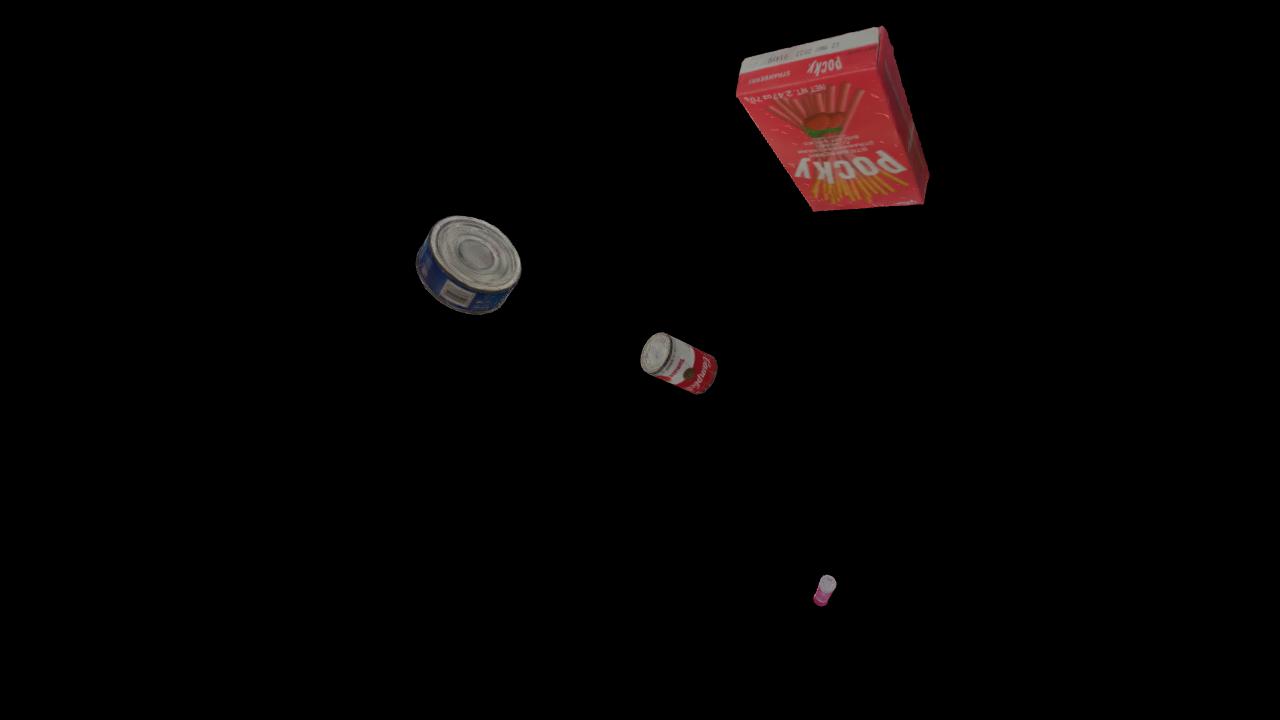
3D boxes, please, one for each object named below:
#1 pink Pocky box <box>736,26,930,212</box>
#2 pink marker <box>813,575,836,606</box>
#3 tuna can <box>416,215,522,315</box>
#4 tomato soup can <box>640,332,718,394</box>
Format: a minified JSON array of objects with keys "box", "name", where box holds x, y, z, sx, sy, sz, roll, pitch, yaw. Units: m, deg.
[{"box":[0.133,-0.147,0.406,0.084,0.029,0.155,5,-13,35],"name":"pink Pocky box"},{"box":[0.231,0.290,0.771,0.020,0.020,0.121,0,-30,12],"name":"pink marker"},{"box":[-0.145,-0.083,0.528,0.084,0.084,0.034,0,-30,-40],"name":"tuna can"},{"box":[0.059,0.005,0.934,0.101,0.068,0.068,25,-15,-35],"name":"tomato soup can"}]
